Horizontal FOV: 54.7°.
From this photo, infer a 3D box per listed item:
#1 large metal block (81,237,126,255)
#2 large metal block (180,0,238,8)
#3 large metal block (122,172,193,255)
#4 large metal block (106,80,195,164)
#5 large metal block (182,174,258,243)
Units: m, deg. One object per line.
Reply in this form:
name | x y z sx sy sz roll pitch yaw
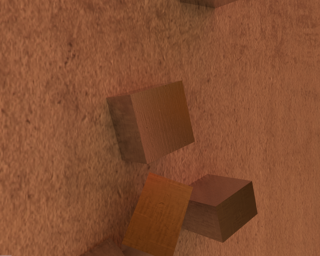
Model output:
large metal block | -0.046 0.177 0.327 0.050 0.080 0.080 -28 108 -24
large metal block | 0.071 -0.226 0.450 0.081 0.050 0.079 -10 97 -40
large metal block | -0.004 0.109 0.350 0.050 0.080 0.080 19 58 5
large metal block | -0.010 -0.009 0.382 0.081 0.050 0.079 -21 104 -38
large metal block | 0.077 0.108 0.436 0.081 0.080 0.050 -21 104 -38
